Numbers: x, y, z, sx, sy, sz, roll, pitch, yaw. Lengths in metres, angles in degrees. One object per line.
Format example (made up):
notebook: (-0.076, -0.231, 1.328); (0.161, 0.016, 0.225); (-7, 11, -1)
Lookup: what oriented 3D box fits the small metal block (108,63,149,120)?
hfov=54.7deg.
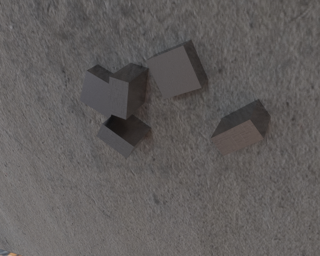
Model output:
small metal block: (-0.039, -0.046, 0.381); (0.025, 0.050, 0.050); (20, 126, 16)

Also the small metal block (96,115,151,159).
small metal block: (-0.048, 0.005, 0.418); (0.050, 0.050, 0.025); (36, 129, 4)

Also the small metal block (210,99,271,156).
small metal block: (0.090, -0.001, 0.342); (0.050, 0.050, 0.025); (-30, 102, 37)

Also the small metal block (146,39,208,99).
small metal block: (0.020, -0.066, 0.354); (0.050, 0.025, 0.050); (-14, 111, 33)

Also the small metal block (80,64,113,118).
small metal block: (-0.075, -0.049, 0.415); (0.050, 0.025, 0.050); (31, 128, 7)
